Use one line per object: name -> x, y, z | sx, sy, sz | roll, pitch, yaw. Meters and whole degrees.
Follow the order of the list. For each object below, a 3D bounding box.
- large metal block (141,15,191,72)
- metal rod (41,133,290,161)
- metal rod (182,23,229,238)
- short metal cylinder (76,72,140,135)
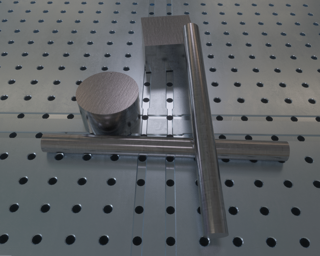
large metal block -> 0.013, -0.140, 0.509 | 0.081, 0.050, 0.080 | -5, 50, -4
metal rod -> 0.005, 0.024, 0.387 | 0.302, 0.025, 0.025 | 2, 50, 1
metal rod -> 0.050, -0.021, 0.384 | 0.025, 0.025, 0.299 | -1, 58, -1
short metal cylinder -> -0.067, -0.031, 0.417 | 0.081, 0.050, 0.080 | 0, 50, 0
